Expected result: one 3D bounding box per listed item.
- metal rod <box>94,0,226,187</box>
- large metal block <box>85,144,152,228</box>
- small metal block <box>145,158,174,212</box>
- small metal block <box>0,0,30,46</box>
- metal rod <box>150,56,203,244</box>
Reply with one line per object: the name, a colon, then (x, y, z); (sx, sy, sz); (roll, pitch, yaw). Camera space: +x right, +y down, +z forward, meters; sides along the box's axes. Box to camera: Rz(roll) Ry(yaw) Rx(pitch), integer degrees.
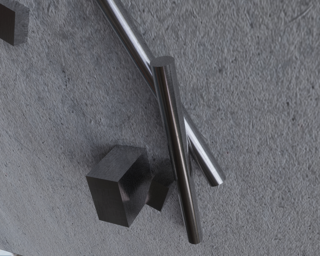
metal rod: (-0.002, -0.053, 0.373); (0.025, 0.025, 0.299); (-22, 107, 36)
large metal block: (-0.054, 0.081, 0.448); (0.050, 0.080, 0.079); (6, 121, 25)
small metal block: (0.006, 0.080, 0.436); (0.025, 0.050, 0.050); (26, 127, 12)
small metal block: (-0.209, -0.148, 0.422); (0.050, 0.025, 0.050); (31, 128, 8)
metal rod: (0.028, 0.052, 0.396); (0.025, 0.025, 0.298); (6, 130, 24)
